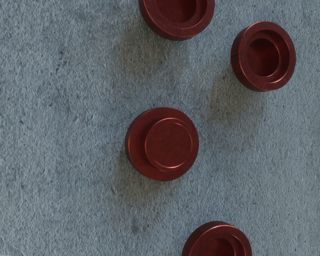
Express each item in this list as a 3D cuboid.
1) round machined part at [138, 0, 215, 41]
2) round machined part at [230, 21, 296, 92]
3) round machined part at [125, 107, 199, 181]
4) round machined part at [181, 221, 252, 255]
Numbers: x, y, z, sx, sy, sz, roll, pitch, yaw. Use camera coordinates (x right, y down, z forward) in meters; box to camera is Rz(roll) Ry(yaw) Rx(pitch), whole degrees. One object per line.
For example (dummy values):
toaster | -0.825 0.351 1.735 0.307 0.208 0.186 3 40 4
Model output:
round machined part | 0.019 -0.162 0.406 0.099 0.042 0.097 0 90 -20
round machined part | 0.145 -0.101 0.453 0.099 0.042 0.097 0 90 -20
round machined part | 0.007 0.021 0.403 0.099 0.042 0.097 0 90 -20
round machined part | 0.074 0.177 0.427 0.099 0.042 0.097 0 90 -20
